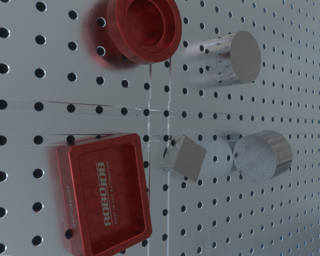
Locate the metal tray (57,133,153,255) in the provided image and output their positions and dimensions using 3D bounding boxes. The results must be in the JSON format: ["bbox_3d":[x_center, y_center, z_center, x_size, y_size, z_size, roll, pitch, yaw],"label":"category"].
[{"bbox_3d":[-0.060,0.076,0.356,0.091,0.030,0.129,-12,98,-39],"label":"metal tray"}]

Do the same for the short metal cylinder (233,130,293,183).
[{"bbox_3d":[0.170,0.047,0.517,0.050,0.080,0.079,-11,98,-40],"label":"short metal cylinder"}]

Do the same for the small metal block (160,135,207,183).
[{"bbox_3d":[0.035,0.043,0.439,0.050,0.025,0.050,34,69,-35],"label":"small metal block"}]

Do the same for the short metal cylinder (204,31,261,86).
[{"bbox_3d":[0.115,-0.108,0.490,0.081,0.050,0.079,0,90,-40],"label":"short metal cylinder"}]

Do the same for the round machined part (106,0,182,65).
[{"bbox_3d":[-0.023,-0.127,0.379,0.099,0.042,0.097,0,90,-40],"label":"round machined part"}]
